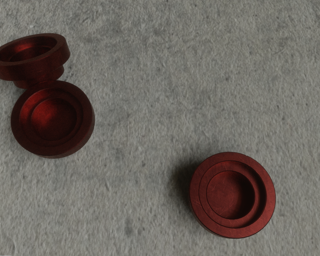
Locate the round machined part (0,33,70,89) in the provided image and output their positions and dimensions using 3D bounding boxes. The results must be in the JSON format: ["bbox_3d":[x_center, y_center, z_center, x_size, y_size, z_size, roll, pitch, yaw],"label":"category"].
[{"bbox_3d":[-0.168,-0.087,0.414,0.099,0.042,0.098,-6,38,5],"label":"round machined part"}]

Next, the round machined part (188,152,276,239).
[{"bbox_3d":[0.082,0.081,0.371,0.099,0.042,0.098,0,70,-1],"label":"round machined part"}]

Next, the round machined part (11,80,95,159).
[{"bbox_3d":[-0.133,-0.008,0.398,0.099,0.042,0.098,1,74,-2],"label":"round machined part"}]
